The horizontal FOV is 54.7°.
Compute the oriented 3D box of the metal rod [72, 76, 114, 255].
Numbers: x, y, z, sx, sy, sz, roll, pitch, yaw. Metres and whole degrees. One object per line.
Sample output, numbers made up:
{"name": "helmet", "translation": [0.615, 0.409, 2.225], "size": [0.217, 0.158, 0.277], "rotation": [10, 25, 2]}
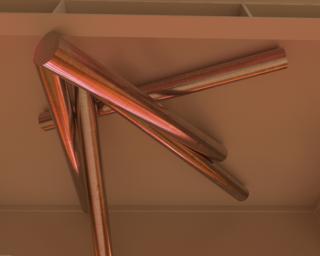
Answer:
{"name": "metal rod", "translation": [-0.081, 0.084, 0.395], "size": [0.025, 0.025, 0.298], "rotation": [-2, 108, 1]}

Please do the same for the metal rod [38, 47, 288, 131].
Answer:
{"name": "metal rod", "translation": [-0.006, -0.043, 0.372], "size": [0.301, 0.025, 0.025], "rotation": [-14, 129, 11]}

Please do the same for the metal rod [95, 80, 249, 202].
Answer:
{"name": "metal rod", "translation": [0.036, 0.033, 0.417], "size": [0.025, 0.025, 0.301], "rotation": [-34, 129, 25]}

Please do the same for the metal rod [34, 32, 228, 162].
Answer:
{"name": "metal rod", "translation": [0.005, -0.008, 0.326], "size": [0.025, 0.025, 0.301], "rotation": [-29, 148, 22]}

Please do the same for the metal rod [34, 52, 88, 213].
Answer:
{"name": "metal rod", "translation": [-0.114, 0.033, 0.409], "size": [0.025, 0.025, 0.298], "rotation": [1, 138, -2]}
